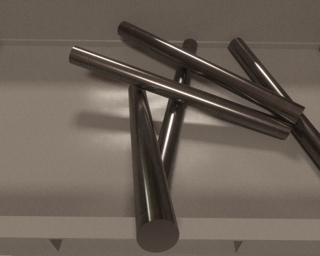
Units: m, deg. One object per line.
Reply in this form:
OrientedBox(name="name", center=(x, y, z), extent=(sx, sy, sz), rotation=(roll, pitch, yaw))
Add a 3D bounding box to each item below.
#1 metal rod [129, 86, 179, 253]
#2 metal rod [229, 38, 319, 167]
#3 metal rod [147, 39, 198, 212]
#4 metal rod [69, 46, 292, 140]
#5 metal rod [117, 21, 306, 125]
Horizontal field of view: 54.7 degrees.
OrientedBox(name="metal rod", center=(-0.018, 0.004, 0.317), extent=(0.025, 0.025, 0.300), rotation=(-5, 24, -5))
OrientedBox(name="metal rod", center=(0.174, -0.033, 0.435), extent=(0.025, 0.025, 0.299), rotation=(-13, 51, -11))
OrientedBox(name="metal rod", center=(0.022, -0.028, 0.428), extent=(0.025, 0.025, 0.300), rotation=(9, 50, 7))
OrientedBox(name="metal rod", center=(0.025, -0.047, 0.411), extent=(0.301, 0.025, 0.025), rotation=(20, 52, 2))
OrientedBox(name="metal rod", center=(0.058, -0.088, 0.446), extent=(0.300, 0.025, 0.025), rotation=(32, 57, 22))
